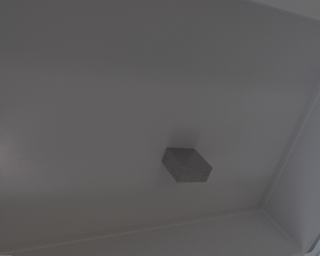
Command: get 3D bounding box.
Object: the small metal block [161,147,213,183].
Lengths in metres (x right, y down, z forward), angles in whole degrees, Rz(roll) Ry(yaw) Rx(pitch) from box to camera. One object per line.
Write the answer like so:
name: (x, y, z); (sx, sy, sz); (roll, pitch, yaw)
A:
small metal block: (0.038, 0.053, 0.445); (0.050, 0.050, 0.025); (5, 116, -31)
